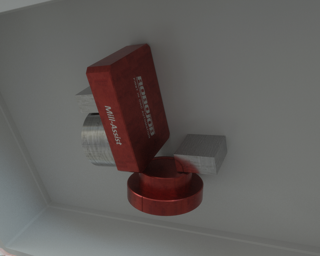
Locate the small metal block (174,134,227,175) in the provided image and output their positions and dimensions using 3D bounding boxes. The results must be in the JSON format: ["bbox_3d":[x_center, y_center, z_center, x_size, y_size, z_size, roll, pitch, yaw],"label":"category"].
[{"bbox_3d":[0.051,0.031,0.384,0.050,0.050,0.025,2,119,27],"label":"small metal block"}]

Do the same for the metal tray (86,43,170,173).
[{"bbox_3d":[-0.031,-0.024,0.366,0.030,0.090,0.129,1,119,27],"label":"metal tray"}]

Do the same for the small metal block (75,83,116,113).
[{"bbox_3d":[-0.072,-0.042,0.403,0.050,0.050,0.025,0,119,28],"label":"small metal block"}]

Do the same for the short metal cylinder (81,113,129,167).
[{"bbox_3d":[-0.056,0.011,0.408,0.050,0.080,0.080,-1,118,28],"label":"short metal cylinder"}]

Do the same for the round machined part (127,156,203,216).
[{"bbox_3d":[0.007,0.068,0.401,0.098,0.099,0.042,9,109,23],"label":"round machined part"}]
